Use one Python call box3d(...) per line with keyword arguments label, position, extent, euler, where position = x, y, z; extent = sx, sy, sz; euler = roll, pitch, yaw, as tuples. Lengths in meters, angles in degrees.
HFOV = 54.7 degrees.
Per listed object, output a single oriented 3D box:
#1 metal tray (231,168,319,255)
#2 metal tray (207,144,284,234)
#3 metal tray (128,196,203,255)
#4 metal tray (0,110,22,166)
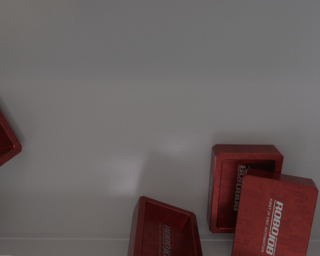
box3d(label="metal tray", position=(0.149, 0.126, 0.413), extent=(0.090, 0.030, 0.129), euler=(8, 103, 17))
box3d(label="metal tray", position=(0.118, 0.089, 0.442), extent=(0.091, 0.030, 0.129), euler=(1, 110, -1))
box3d(label="metal tray", position=(0.007, 0.150, 0.411), extent=(0.090, 0.130, 0.030), euler=(20, 109, -7))
box3d(label="metal tray", position=(-0.237, 0.022, 0.360), extent=(0.030, 0.131, 0.090), euler=(-12, 111, 28))
